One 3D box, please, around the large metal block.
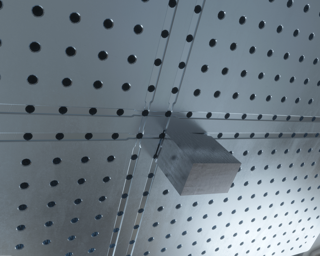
[{"bbox_3d":[0.051,0.048,0.435,0.081,0.080,0.050,4,116,-31],"label":"large metal block"}]
